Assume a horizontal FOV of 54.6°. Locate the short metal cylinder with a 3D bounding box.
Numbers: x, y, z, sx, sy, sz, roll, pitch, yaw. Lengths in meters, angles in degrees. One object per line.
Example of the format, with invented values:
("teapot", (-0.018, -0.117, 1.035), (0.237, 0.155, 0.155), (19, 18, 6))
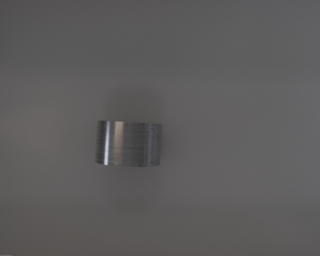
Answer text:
("short metal cylinder", (-0.038, 0.018, 0.384), (0.080, 0.080, 0.050), (3, 90, 0))
